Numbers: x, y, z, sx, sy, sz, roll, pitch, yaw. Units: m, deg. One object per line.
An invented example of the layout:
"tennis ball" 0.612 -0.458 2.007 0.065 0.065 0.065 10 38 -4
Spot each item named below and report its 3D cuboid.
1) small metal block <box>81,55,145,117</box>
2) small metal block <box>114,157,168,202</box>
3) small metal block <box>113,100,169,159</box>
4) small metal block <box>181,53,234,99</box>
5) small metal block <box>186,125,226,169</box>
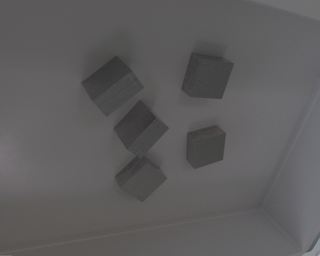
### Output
"small metal block" -0.052 -0.046 0.335 0.050 0.050 0.025 -38 129 -2
"small metal block" -0.026 0.070 0.438 0.050 0.025 0.050 -44 129 2
"small metal block" -0.024 0.000 0.379 0.050 0.050 0.025 -47 129 4
"small metal block" 0.061 -0.066 0.401 0.050 0.025 0.050 1 118 -29
"small metal block" 0.068 0.028 0.463 0.050 0.025 0.050 -15 125 -20
